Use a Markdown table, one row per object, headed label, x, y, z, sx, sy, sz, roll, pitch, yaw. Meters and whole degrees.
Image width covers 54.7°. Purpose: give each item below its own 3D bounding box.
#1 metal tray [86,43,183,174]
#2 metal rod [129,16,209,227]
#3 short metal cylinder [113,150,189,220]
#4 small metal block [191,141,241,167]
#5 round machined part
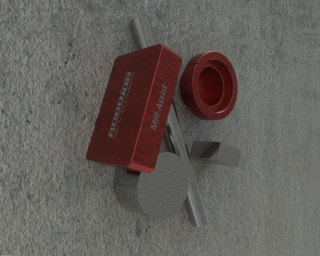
| label | x | y | z | sx | sy | sz | roll | pitch | yaw |
| --- | --- | --- | --- | --- | --- | --- | --- | --- | --- |
| metal tray | -0.030 | -0.021 | 0.340 | 0.030 | 0.090 | 0.130 | 24 | 75 | -38 |
| metal rod | 0.017 | 0.001 | 0.423 | 0.025 | 0.025 | 0.298 | -28 | 108 | -37 |
| short metal cylinder | -0.010 | 0.068 | 0.383 | 0.081 | 0.050 | 0.079 | 0 | 90 | -40 |
| small metal block | 0.083 | 0.038 | 0.458 | 0.050 | 0.050 | 0.025 | 21 | 77 | -38 |
| round machined part | 0.067 | -0.060 | 0.453 | 0.099 | 0.042 | 0.097 | 0 | 90 | -40 |
